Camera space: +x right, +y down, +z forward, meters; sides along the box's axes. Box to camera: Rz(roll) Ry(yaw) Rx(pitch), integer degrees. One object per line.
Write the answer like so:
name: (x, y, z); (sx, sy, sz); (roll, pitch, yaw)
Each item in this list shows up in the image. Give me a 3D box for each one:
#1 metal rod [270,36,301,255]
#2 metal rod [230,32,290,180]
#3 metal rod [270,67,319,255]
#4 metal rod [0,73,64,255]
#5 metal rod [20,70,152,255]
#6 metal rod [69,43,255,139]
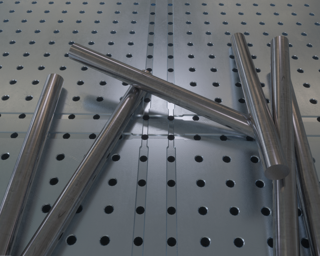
metal rod: (0.149, 0.002, 0.377); (0.025, 0.025, 0.300); (8, 59, 6)
metal rod: (0.127, -0.055, 0.427); (0.025, 0.025, 0.300); (2, 42, 2)
metal rod: (0.175, 0.014, 0.396); (0.025, 0.025, 0.300); (4, 50, 3)
metal rod: (-0.159, 0.042, 0.371); (0.025, 0.025, 0.300); (0, 50, 0)
metal rod: (-0.074, 0.029, 0.383); (0.025, 0.025, 0.301); (16, 52, 13)
metal rod: (0.011, -0.050, 0.424); (0.301, 0.025, 0.025); (24, 54, 9)
